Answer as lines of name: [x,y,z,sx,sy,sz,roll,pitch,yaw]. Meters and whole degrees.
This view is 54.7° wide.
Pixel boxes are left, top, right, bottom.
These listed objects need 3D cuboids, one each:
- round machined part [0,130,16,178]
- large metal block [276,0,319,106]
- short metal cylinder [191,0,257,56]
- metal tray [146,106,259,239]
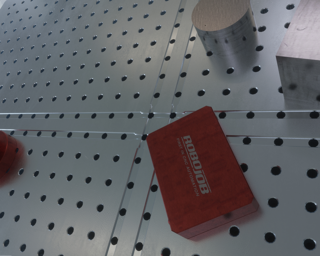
round machined part: [-0.298,0.046,0.526,0.098,0.042,0.098,-13,56,21]
large metal block: [0.169,-0.081,0.334,0.050,0.080,0.080,17,71,35]
short metal cylinder: [0.091,-0.149,0.436,0.080,0.050,0.080,-13,56,21]
metal tray: [0.042,0.046,0.354,0.090,0.030,0.130,-26,52,11]
